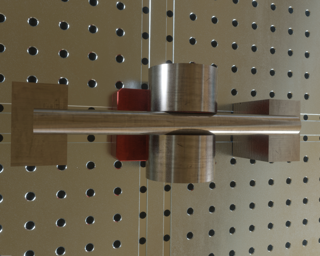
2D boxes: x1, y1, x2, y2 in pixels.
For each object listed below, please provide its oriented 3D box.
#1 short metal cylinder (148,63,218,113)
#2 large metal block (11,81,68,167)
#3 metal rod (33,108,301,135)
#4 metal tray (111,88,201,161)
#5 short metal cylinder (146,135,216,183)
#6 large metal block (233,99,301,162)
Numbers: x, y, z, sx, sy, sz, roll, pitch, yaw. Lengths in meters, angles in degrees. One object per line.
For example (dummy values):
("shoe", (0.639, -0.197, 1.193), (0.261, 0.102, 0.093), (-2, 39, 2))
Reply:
("short metal cylinder", (0.026, -0.043, 0.361), (0.081, 0.080, 0.050), (1, 90, -20))
("large metal block", (-0.129, -0.004, 0.335), (0.050, 0.080, 0.080), (1, 90, -20))
("metal rod", (0.026, -0.005, 0.336), (0.302, 0.025, 0.025), (1, 90, -20))
("metal tray", (0.004, -0.003, 0.411), (0.131, 0.030, 0.089), (1, 90, -20))
("short metal cylinder", (0.024, 0.032, 0.360), (0.081, 0.080, 0.050), (1, 90, -20))
("large metal block", (0.147, 0.003, 0.436), (0.050, 0.080, 0.080), (1, 90, -20))
